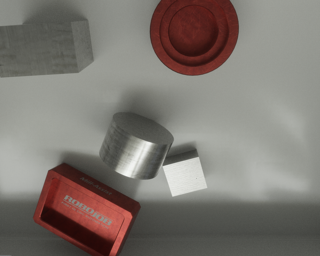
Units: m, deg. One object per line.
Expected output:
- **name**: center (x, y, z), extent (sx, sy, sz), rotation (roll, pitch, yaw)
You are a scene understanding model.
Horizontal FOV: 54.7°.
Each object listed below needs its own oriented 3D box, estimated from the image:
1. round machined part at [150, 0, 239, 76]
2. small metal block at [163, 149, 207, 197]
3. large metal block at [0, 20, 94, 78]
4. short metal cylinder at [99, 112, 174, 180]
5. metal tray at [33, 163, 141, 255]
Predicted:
- **round machined part**: center (0.038, -0.113, 0.361), extent (0.099, 0.042, 0.097), rotation (0, 110, -1)
- **small metal block**: center (0.035, 0.063, 0.435), extent (0.050, 0.025, 0.050), rotation (-15, 110, 5)
- **large metal block**: center (-0.125, -0.091, 0.347), extent (0.081, 0.080, 0.050), rotation (-3, 110, 1)
- **short metal cylinder**: center (-0.029, 0.021, 0.389), extent (0.080, 0.080, 0.050), rotation (21, 109, -8)
- **metal tray**: center (-0.103, 0.117, 0.427), extent (0.130, 0.030, 0.089), rotation (26, 107, 10)
